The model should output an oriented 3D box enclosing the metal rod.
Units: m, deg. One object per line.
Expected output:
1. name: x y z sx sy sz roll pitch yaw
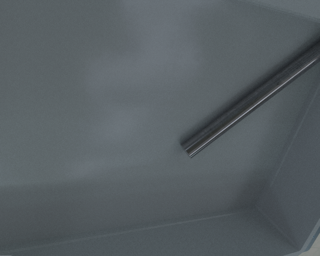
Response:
1. metal rod: 0.158 -0.054 0.464 0.301 0.025 0.025 -36 130 -4
